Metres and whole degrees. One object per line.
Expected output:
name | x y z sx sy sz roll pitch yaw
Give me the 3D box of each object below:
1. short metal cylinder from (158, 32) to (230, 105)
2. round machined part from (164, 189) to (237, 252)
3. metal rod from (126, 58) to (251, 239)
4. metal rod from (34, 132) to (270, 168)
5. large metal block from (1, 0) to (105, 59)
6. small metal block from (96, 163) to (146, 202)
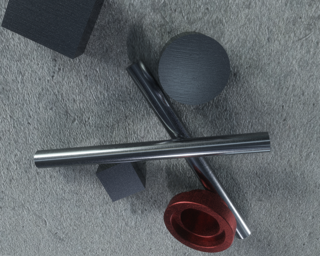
short metal cylinder | 0.038 -0.073 0.370 0.081 0.050 0.079 0 110 -1
round machined part | 0.058 0.125 0.434 0.098 0.042 0.097 13 127 18
metal rod | 0.047 0.040 0.425 0.025 0.025 0.299 -30 108 10
metal rod | -0.017 0.030 0.399 0.301 0.025 0.025 -5 110 9
large metal block | -0.115 -0.134 0.345 0.080 0.050 0.080 24 108 -9
small metal block | -0.054 0.069 0.434 0.050 0.025 0.050 -24 109 8
